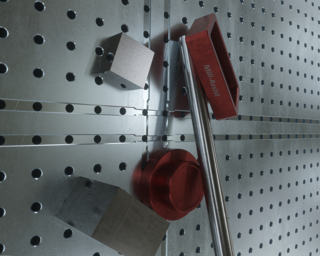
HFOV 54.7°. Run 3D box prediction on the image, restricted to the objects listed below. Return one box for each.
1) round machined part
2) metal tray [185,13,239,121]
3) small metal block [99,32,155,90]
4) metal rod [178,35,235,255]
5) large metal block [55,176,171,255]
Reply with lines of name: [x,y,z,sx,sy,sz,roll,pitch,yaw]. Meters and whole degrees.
round machined part: [0.024,0.077,0.421,0.099,0.042,0.097,0,90,-40]
metal tray: [0.080,-0.087,0.443,0.130,0.030,0.090,63,28,-27]
small metal block: [-0.039,-0.080,0.378,0.050,0.025,0.050,25,74,-38]
metal rod: [0.060,0.017,0.418,0.025,0.025,0.298,0,76,-40]
large metal block: [-0.051,0.099,0.333,0.080,0.080,0.050,44,64,-32]
